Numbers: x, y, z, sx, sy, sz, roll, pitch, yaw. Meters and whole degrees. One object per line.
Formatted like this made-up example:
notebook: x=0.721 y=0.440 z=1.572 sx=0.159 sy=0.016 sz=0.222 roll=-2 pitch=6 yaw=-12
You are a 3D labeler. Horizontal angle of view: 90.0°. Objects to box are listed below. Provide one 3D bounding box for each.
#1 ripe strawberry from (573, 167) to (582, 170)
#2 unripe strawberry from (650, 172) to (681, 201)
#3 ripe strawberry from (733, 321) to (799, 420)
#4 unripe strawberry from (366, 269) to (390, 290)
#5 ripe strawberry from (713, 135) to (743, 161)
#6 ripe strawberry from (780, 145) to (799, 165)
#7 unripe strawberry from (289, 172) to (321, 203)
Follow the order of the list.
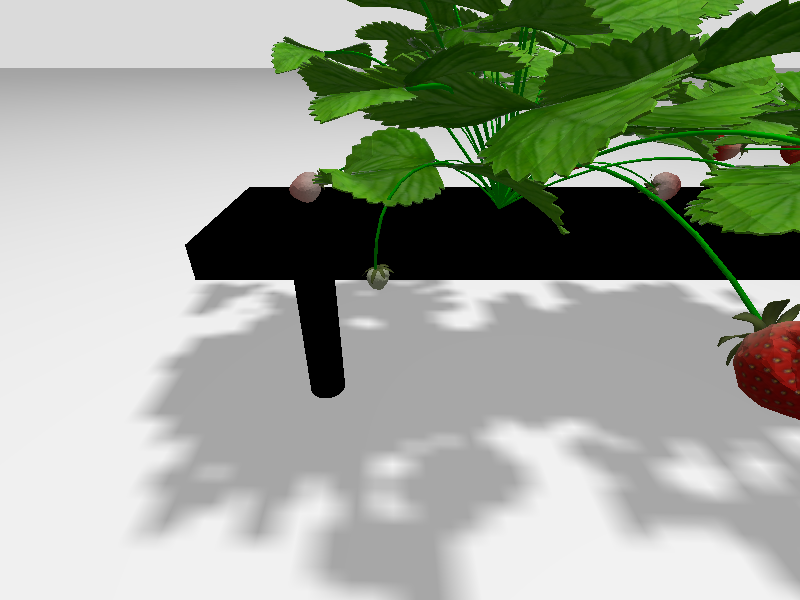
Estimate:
ripe strawberry: x=0.213 y=-0.177 z=0.472 sx=0.038 sy=0.043 sz=0.041 roll=24 pitch=39 yaw=33
unripe strawberry: x=0.245 y=-0.104 z=0.369 sx=0.026 sy=0.027 sz=0.024 roll=-1 pitch=32 yaw=-7
ripe strawberry: x=0.150 y=0.027 z=0.146 sx=0.044 sy=0.039 sz=0.040 roll=-8 pitch=45 yaw=-12
unripe strawberry: x=-0.013 y=-0.013 z=0.234 sx=0.012 sy=0.013 sz=0.014 roll=21 pitch=37 yaw=29
ripe strawberry: x=0.412 y=-0.196 z=0.509 sx=0.040 sy=0.034 sz=0.040 roll=-20 pitch=36 yaw=-29
ripe strawberry: x=0.489 y=-0.185 z=0.492 sx=0.031 sy=0.035 sz=0.033 roll=-9 pitch=31 yaw=-14
unripe strawberry: x=-0.087 y=-0.104 z=0.369 sx=0.030 sy=0.026 sz=0.030 roll=-11 pitch=30 yaw=13
